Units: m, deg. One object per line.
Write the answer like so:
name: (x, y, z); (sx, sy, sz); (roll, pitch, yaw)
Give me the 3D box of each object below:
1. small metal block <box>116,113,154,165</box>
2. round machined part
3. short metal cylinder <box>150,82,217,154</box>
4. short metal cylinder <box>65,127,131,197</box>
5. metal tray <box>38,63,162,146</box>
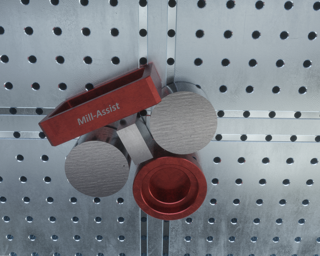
small metal block: (-0.030, 0.012, 0.399); (0.025, 0.050, 0.050); (-24, 109, 8)
round machined part: (0.013, 0.075, 0.428); (0.099, 0.042, 0.097); (0, 110, 0)
short metal cylinder: (0.028, -0.013, 0.391); (0.081, 0.050, 0.079); (0, 110, 0)
short metal cylinder: (-0.079, 0.044, 0.411); (0.081, 0.050, 0.079); (0, 110, 0)
metal tray: (-0.064, -0.030, 0.362); (0.130, 0.090, 0.030); (-22, 109, 8)
